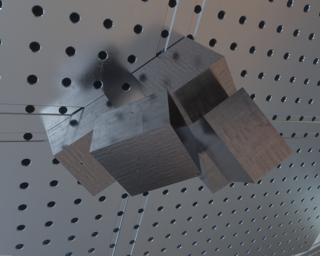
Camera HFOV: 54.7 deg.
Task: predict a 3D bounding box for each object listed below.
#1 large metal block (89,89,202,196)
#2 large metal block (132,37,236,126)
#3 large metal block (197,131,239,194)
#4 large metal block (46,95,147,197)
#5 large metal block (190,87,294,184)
[{"bbox_3d":[-0.012,0.018,0.316,0.080,0.050,0.080,-20,131,15],"label":"large metal block"},{"bbox_3d":[0.026,-0.052,0.357,0.080,0.080,0.050,-36,129,-5],"label":"large metal block"},{"bbox_3d":[0.064,0.029,0.428,0.050,0.080,0.080,-30,129,-10],"label":"large metal block"},{"bbox_3d":[-0.072,0.021,0.369,0.080,0.050,0.080,-34,129,-6],"label":"large metal block"},{"bbox_3d":[0.081,0.012,0.337,0.050,0.080,0.080,-37,87,-10],"label":"large metal block"}]
